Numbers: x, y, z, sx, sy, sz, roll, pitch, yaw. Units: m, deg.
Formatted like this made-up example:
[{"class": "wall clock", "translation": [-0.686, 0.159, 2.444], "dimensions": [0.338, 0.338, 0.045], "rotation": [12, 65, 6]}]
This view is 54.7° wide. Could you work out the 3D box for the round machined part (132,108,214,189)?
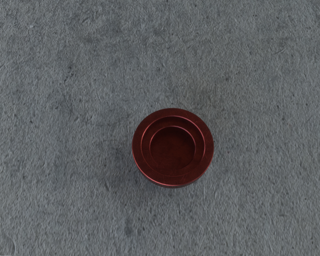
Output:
[{"class": "round machined part", "translation": [0.015, 0.027, 0.390], "dimensions": [0.099, 0.042, 0.098], "rotation": [0, 70, -1]}]
